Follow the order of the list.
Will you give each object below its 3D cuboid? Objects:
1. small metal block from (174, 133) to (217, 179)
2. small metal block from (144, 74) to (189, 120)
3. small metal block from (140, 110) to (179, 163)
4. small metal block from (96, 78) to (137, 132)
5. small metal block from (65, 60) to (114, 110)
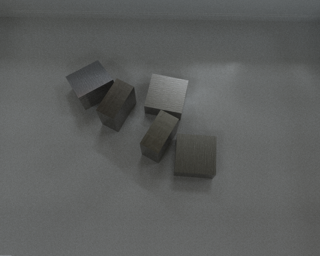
[{"bbox_3d":[0.045,0.036,0.397,0.050,0.025,0.050,4,70,1],"label":"small metal block"},{"bbox_3d":[0.009,-0.043,0.425,0.050,0.025,0.050,11,70,4],"label":"small metal block"},{"bbox_3d":[0.000,0.012,0.392,0.025,0.050,0.050,28,72,9],"label":"small metal block"},{"bbox_3d":[-0.056,-0.029,0.406,0.025,0.050,0.050,27,72,8],"label":"small metal block"},{"bbox_3d":[-0.093,-0.059,0.422,0.050,0.025,0.050,-31,54,-11],"label":"small metal block"}]
